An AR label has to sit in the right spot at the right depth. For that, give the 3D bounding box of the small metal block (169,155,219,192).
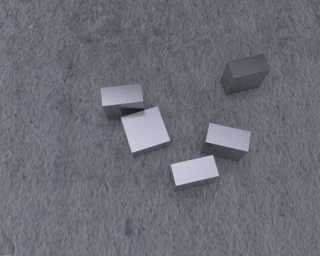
[{"bbox_3d":[0.039,0.056,0.375,0.050,0.050,0.025,-12,71,-5],"label":"small metal block"}]

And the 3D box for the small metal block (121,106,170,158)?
[{"bbox_3d":[-0.019,0.005,0.406,0.050,0.025,0.050,-17,71,-7],"label":"small metal block"}]

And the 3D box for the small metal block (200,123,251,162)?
[{"bbox_3d":[0.081,0.019,0.389,0.050,0.050,0.025,13,71,4],"label":"small metal block"}]

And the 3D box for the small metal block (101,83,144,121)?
[{"bbox_3d":[-0.047,-0.033,0.406,0.050,0.050,0.025,-7,71,-3],"label":"small metal block"}]

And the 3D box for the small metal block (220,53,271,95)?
[{"bbox_3d":[0.115,-0.072,0.423,0.050,0.050,0.025,-14,71,-5],"label":"small metal block"}]
